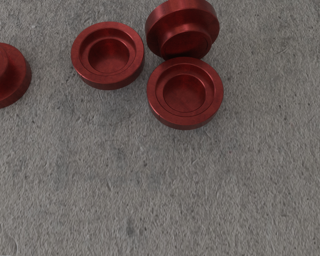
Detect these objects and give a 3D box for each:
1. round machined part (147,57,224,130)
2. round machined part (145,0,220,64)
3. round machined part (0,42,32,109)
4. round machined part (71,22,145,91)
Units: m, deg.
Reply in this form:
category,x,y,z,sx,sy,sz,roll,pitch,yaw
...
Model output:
category,x,y,z,sx,sy,sz,roll,pitch,yaw
round machined part,0.032,-0.042,0.415,0.099,0.042,0.098,0,70,0
round machined part,0.031,-0.121,0.412,0.099,0.098,0.042,-8,65,-3
round machined part,-0.234,-0.078,0.426,0.099,0.042,0.098,0,70,0
round machined part,-0.070,-0.096,0.433,0.099,0.042,0.098,0,70,0
